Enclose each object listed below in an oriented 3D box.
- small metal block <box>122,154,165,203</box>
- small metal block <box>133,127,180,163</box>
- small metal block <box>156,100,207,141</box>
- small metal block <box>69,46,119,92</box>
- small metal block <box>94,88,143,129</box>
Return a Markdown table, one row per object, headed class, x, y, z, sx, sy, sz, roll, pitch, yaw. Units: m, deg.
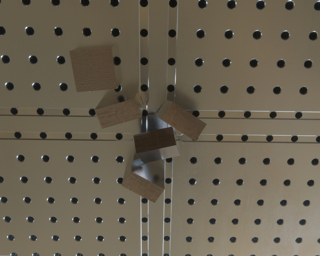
| class | x | y | z | sx | sy | sz | roll | pitch | yaw |
| --- | --- | --- | --- | --- | --- | --- | --- | --- | --- |
| small metal block | -0.022 | 0.068 | 0.425 | 0.050 | 0.050 | 0.025 | 30 | 107 | -11 |
| small metal block | -0.003 | 0.023 | 0.406 | 0.050 | 0.050 | 0.025 | -12 | 68 | 4 |
| small metal block | 0.025 | -0.011 | 0.394 | 0.050 | 0.050 | 0.025 | 32 | 92 | -11 |
| small metal block | -0.080 | -0.074 | 0.386 | 0.050 | 0.025 | 0.050 | -4 | 110 | 1 |
| small metal block | -0.050 | -0.025 | 0.390 | 0.050 | 0.050 | 0.025 | -16 | 109 | 5 |
